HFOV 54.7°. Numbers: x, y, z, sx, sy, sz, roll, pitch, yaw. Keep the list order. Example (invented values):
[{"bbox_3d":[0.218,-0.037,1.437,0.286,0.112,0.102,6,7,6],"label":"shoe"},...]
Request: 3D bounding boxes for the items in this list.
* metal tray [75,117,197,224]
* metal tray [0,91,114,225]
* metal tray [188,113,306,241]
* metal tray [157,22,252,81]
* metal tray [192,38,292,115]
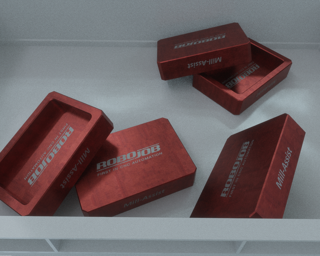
[{"bbox_3d":[-0.035,0.045,0.364,0.131,0.030,0.090,-18,52,-15],"label":"metal tray"},{"bbox_3d":[-0.124,0.027,0.343,0.090,0.030,0.130,21,69,30],"label":"metal tray"},{"bbox_3d":[0.091,0.050,0.321,0.030,0.090,0.130,43,54,-12],"label":"metal tray"},{"bbox_3d":[0.062,-0.118,0.469,0.131,0.030,0.090,-11,35,8],"label":"metal tray"},{"bbox_3d":[0.125,-0.084,0.473,0.131,0.030,0.090,-35,59,-26],"label":"metal tray"}]
